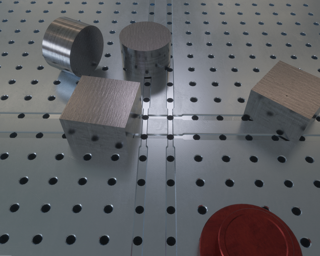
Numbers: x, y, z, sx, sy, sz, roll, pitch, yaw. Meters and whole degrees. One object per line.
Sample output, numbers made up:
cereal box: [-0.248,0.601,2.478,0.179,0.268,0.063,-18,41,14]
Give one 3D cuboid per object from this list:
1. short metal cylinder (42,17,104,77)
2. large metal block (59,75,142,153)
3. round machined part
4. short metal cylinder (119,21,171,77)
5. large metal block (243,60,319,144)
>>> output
short metal cylinder: [-0.131,-0.123,0.475,0.050,0.080,0.080,23,54,18]
large metal block: [-0.073,-0.020,0.407,0.080,0.050,0.080,8,51,6]
round machined part: [0.088,0.118,0.298,0.099,0.042,0.098,0,50,0]
short metal cylinder: [-0.023,-0.127,0.498,0.080,0.050,0.080,0,50,0]
large metal block: [0.175,-0.037,0.424,0.080,0.050,0.080,33,57,25]
